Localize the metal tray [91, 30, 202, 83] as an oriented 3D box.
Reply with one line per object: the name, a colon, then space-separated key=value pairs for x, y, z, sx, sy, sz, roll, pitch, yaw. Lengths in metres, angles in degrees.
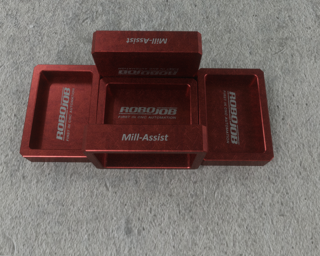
metal tray: x=-0.015 y=-0.088 z=0.407 sx=0.131 sy=0.090 sz=0.030 roll=0 pitch=70 yaw=0

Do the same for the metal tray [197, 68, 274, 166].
metal tray: x=0.095 y=-0.016 z=0.414 sx=0.091 sy=0.030 sz=0.130 roll=1 pitch=70 yaw=0

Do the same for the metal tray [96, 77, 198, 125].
metal tray: x=-0.016 y=-0.021 z=0.414 sx=0.131 sy=0.030 sz=0.090 roll=1 pitch=70 yaw=0

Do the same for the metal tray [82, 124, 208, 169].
metal tray: x=-0.016 y=0.025 z=0.364 sx=0.131 sy=0.090 sz=0.030 roll=0 pitch=70 yaw=0

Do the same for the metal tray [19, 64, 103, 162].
metal tray: x=-0.126 y=-0.021 z=0.413 sx=0.091 sy=0.030 sz=0.130 roll=1 pitch=70 yaw=0
